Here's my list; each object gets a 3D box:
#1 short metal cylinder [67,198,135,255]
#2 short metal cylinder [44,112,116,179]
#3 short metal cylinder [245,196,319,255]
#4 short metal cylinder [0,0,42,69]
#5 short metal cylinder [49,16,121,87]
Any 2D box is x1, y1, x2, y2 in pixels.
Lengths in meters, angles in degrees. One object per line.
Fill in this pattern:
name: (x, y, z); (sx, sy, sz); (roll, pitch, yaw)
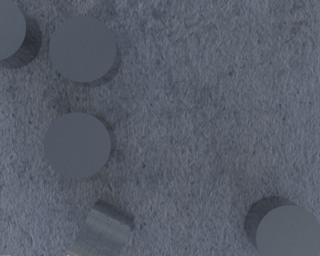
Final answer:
short metal cylinder: (-0.072, 0.134, 0.382); (0.050, 0.080, 0.080); (27, 90, -1)
short metal cylinder: (-0.099, 0.021, 0.396); (0.081, 0.050, 0.079); (0, 90, -1)
short metal cylinder: (0.156, 0.133, 0.400); (0.081, 0.050, 0.079); (0, 90, -1)
short metal cylinder: (-0.201, -0.120, 0.395); (0.081, 0.050, 0.079); (0, 90, -1)
short metal cylinder: (-0.093, -0.095, 0.396); (0.081, 0.050, 0.079); (0, 90, -1)
